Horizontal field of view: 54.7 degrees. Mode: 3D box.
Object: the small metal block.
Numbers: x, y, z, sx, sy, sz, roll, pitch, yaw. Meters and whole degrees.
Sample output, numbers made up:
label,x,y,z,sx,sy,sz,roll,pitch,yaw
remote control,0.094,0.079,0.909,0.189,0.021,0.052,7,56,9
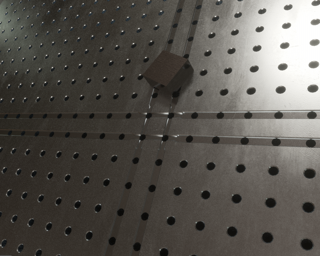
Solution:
label,x,y,z,sx,sy,sz,roll,pitch,yaw
small metal block,0.012,-0.081,0.450,0.050,0.025,0.050,31,79,37
